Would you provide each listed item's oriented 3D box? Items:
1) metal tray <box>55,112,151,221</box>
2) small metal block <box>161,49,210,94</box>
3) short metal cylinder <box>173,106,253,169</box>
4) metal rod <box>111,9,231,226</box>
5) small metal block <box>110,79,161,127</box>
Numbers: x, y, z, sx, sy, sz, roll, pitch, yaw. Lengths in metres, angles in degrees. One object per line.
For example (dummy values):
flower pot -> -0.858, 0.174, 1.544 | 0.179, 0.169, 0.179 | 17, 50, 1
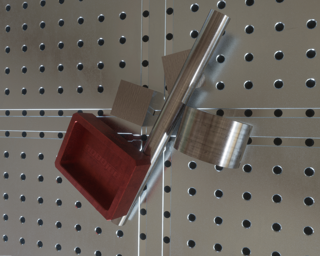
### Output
metal tray -> -0.081, 0.047, 0.415 | 0.130, 0.030, 0.089 | 35, 108, 31
small metal block -> 0.034, -0.072, 0.400 | 0.050, 0.025, 0.050 | -11, 86, 19
short metal cylinder -> 0.061, 0.009, 0.362 | 0.080, 0.080, 0.050 | 19, 97, 18
metal rod -> 0.005, 0.000, 0.390 | 0.025, 0.025, 0.298 | 32, 107, 17
small metal block -> -0.034, -0.034, 0.424 | 0.050, 0.025, 0.050 | 21, 97, 18
